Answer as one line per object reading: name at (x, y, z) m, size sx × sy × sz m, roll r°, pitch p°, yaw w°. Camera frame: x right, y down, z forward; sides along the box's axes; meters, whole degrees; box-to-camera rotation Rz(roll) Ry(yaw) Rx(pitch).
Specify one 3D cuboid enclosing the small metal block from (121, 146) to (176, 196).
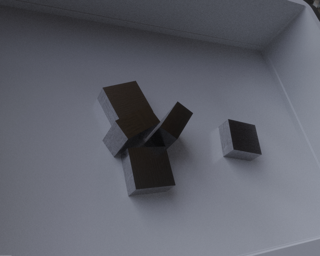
small metal block at (-0.015, 0.051, 0.368) m, size 0.050 × 0.025 × 0.050 m, roll 0°, pitch 62°, yaw -29°

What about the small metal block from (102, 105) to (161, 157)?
small metal block at (-0.035, 0.004, 0.370) m, size 0.050 × 0.050 × 0.025 m, roll -29°, pitch 78°, yaw -38°

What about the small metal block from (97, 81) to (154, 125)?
small metal block at (-0.045, -0.030, 0.401) m, size 0.050 × 0.025 × 0.050 m, roll -19°, pitch 72°, yaw -35°

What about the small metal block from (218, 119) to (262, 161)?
small metal block at (0.118, 0.018, 0.460) m, size 0.050 × 0.025 × 0.050 m, roll 11°, pitch 57°, yaw -23°

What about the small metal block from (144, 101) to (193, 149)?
small metal block at (0.011, 0.001, 0.396) m, size 0.025 × 0.050 × 0.050 m, roll 37°, pitch 51°, yaw -4°
